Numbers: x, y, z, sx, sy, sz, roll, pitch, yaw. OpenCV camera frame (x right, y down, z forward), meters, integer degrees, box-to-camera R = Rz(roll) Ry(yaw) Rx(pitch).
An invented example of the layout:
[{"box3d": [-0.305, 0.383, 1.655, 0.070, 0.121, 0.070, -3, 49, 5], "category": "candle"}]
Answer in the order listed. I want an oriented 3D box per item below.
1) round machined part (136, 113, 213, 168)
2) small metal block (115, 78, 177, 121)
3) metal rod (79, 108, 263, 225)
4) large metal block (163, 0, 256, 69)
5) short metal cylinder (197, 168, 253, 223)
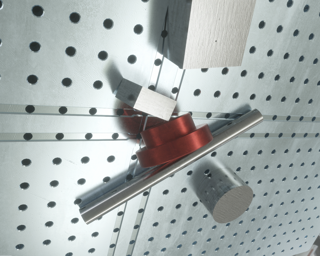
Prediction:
[{"box3d": [0.014, 0.012, 0.393, 0.099, 0.098, 0.042, -23, 92, -15], "category": "round machined part"}, {"box3d": [-0.017, -0.034, 0.364, 0.050, 0.050, 0.025, 20, 97, -36], "category": "small metal block"}, {"box3d": [0.024, 0.052, 0.457, 0.302, 0.025, 0.025, -29, 129, -10], "category": "metal rod"}, {"box3d": [0.054, -0.116, 0.355, 0.081, 0.050, 0.079, -8, 122, -25], "category": "large metal block"}, {"box3d": [0.111, 0.115, 0.529, 0.081, 0.050, 0.079, -14, 125, -21], "category": "short metal cylinder"}]
